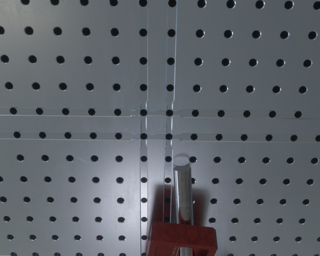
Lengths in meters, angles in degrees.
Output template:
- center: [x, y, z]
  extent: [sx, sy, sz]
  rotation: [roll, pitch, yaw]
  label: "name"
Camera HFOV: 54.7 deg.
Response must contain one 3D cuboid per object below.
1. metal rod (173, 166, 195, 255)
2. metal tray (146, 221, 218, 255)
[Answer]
- center: [0.040, 0.203, 0.462]
  extent: [0.025, 0.025, 0.298]
  rotation: [-3, 101, 1]
  label: "metal rod"
- center: [0.025, 0.193, 0.460]
  extent: [0.091, 0.030, 0.129]
  rotation: [7, 129, -3]
  label: "metal tray"
